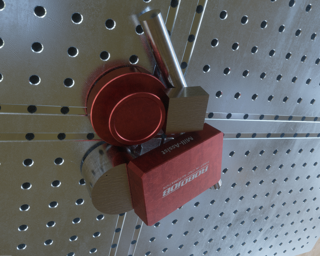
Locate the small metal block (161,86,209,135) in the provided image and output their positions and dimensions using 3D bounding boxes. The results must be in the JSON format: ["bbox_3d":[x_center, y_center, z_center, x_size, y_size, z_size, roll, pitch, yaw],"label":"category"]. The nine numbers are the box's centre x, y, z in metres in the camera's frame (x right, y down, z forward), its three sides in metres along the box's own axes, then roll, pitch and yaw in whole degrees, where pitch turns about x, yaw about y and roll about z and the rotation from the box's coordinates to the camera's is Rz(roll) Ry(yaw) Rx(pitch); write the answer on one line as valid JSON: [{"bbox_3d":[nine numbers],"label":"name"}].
[{"bbox_3d":[0.028,-0.022,0.378,0.050,0.025,0.050,-7,124,-19],"label":"small metal block"}]

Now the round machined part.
[{"bbox_3d":[-0.032,-0.019,0.365,0.099,0.042,0.097,-13,124,-20],"label":"round machined part"}]

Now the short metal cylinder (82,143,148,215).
[{"bbox_3d":[-0.055,0.064,0.399,0.081,0.050,0.079,-14,124,-21],"label":"short metal cylinder"}]

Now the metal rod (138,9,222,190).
[{"bbox_3d":[0.039,-0.014,0.420,0.025,0.025,0.299,-32,129,-8],"label":"metal rod"}]

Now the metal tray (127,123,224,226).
[{"bbox_3d":[0.025,0.058,0.403,0.131,0.030,0.089,-25,129,-29],"label":"metal tray"}]
